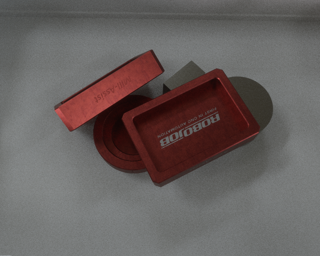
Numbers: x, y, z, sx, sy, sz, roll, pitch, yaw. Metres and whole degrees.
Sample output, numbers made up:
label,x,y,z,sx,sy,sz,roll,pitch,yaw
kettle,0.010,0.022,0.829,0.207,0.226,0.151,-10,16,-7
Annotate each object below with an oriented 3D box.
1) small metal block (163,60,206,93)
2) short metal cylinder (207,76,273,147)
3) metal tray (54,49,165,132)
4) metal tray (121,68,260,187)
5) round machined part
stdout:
label,x,y,z,sx,sy,sz,roll,pitch,yaw
small metal block,0.031,-0.055,0.414,0.050,0.050,0.025,-41,75,-15
short metal cylinder,0.098,-0.020,0.402,0.081,0.050,0.080,0,70,0
metal tray,-0.067,-0.048,0.388,0.131,0.090,0.030,-35,106,-13
metal tray,0.034,-0.001,0.356,0.131,0.030,0.090,-26,71,-5
round machined part,-0.032,0.010,0.396,0.099,0.042,0.098,0,70,-1
